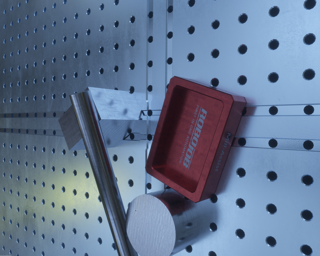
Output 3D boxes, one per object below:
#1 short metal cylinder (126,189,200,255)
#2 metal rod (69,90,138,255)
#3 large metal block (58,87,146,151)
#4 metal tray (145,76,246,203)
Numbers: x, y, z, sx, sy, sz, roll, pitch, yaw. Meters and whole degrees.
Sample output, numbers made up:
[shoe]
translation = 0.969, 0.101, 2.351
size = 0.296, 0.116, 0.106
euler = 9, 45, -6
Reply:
[short metal cylinder]
translation = 0.003, 0.120, 0.391
size = 0.080, 0.050, 0.079
euler = 0, 90, 40
[metal rod]
translation = -0.060, 0.099, 0.399
size = 0.025, 0.025, 0.298
euler = -3, 107, 40
[large metal block]
translation = -0.083, -0.011, 0.442
size = 0.080, 0.081, 0.050
euler = -39, 66, 33
[metal tray]
translation = 0.038, 0.012, 0.374
size = 0.090, 0.030, 0.129
euler = 26, 106, 37
